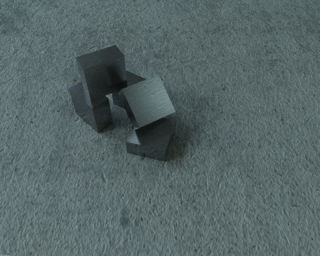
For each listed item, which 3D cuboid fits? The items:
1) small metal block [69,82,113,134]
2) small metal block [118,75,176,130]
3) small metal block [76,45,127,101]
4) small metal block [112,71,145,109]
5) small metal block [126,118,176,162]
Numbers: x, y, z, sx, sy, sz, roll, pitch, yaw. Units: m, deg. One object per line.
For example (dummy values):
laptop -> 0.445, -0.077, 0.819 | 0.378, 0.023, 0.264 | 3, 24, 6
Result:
small metal block -> -0.091, -0.028, 0.411 | 0.050, 0.050, 0.025 | 38, 59, 27
small metal block -> -0.017, -0.031, 0.383 | 0.050, 0.025, 0.050 | -25, 92, -20
small metal block -> -0.070, -0.067, 0.379 | 0.050, 0.050, 0.025 | -23, 54, -19
small metal block -> -0.039, -0.048, 0.429 | 0.050, 0.050, 0.025 | 26, 55, 19
small metal block -> -0.011, 0.011, 0.395 | 0.050, 0.025, 0.050 | 13, 51, 10
